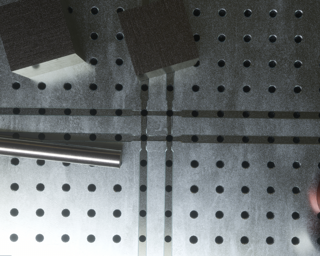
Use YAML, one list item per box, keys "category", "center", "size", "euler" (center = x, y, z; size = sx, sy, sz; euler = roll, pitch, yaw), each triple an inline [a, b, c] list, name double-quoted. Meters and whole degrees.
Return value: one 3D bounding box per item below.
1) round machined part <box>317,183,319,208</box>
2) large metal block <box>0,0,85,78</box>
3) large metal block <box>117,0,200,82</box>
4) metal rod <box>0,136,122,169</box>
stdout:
- category: "round machined part"
  center: [0.266, 0.094, 0.407]
  size: [0.099, 0.042, 0.097]
  euler: [0, 90, 0]
- category: "large metal block"
  center: [-0.152, -0.118, 0.399]
  size: [0.080, 0.050, 0.080]
  euler: [-16, 90, 0]
- category: "large metal block"
  center: [-0.002, -0.113, 0.401]
  size: [0.080, 0.050, 0.080]
  euler: [-16, 90, 0]
- category: "metal rod"
  center: [-0.202, 0.025, 0.411]
  size: [0.302, 0.025, 0.025]
  euler: [6, 90, 0]
